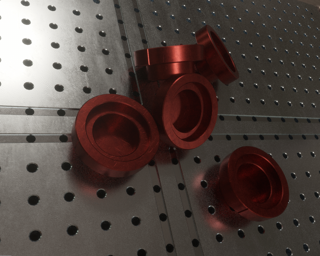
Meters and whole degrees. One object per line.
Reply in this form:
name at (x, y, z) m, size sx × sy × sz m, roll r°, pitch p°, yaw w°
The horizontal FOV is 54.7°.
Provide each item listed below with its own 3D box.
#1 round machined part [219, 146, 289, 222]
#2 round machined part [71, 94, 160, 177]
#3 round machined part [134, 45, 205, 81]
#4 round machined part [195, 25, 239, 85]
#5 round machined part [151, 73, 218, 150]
round machined part at (0.120, 0.077, 0.417) m, size 0.099 × 0.042 × 0.098 m, roll 14°, pitch 56°, yaw -21°
round machined part at (-0.054, 0.012, 0.362) m, size 0.099 × 0.042 × 0.098 m, roll 14°, pitch 56°, yaw -21°
round machined part at (0.014, -0.091, 0.438) m, size 0.099 × 0.098 × 0.042 m, roll -13°, pitch 103°, yaw -34°
round machined part at (0.083, -0.111, 0.495) m, size 0.098 × 0.042 × 0.098 m, roll 43°, pitch 30°, yaw -33°
round machined part at (0.028, -0.023, 0.408) m, size 0.099 × 0.042 × 0.097 m, roll -8°, pitch 102°, yaw -38°
